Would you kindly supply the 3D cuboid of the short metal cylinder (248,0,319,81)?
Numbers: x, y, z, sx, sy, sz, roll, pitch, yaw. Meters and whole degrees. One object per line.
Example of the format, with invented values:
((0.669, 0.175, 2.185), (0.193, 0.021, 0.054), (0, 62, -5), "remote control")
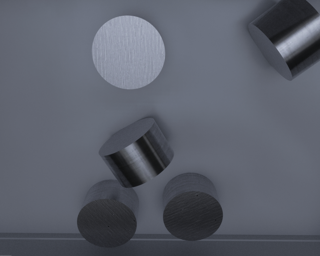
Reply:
((0.144, -0.100, 0.346), (0.050, 0.080, 0.080), (-37, 106, 12), "short metal cylinder")

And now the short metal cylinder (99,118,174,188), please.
((-0.029, 0.030, 0.393), (0.080, 0.080, 0.050), (-28, 108, 10), "short metal cylinder")

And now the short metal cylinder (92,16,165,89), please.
((-0.035, -0.090, 0.364), (0.081, 0.050, 0.079), (0, 110, 0), "short metal cylinder")

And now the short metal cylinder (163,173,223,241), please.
((0.044, 0.111, 0.439), (0.081, 0.050, 0.079), (0, 110, 0), "short metal cylinder")

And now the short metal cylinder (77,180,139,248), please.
((-0.072, 0.121, 0.442), (0.081, 0.050, 0.079), (0, 110, 0), "short metal cylinder")
